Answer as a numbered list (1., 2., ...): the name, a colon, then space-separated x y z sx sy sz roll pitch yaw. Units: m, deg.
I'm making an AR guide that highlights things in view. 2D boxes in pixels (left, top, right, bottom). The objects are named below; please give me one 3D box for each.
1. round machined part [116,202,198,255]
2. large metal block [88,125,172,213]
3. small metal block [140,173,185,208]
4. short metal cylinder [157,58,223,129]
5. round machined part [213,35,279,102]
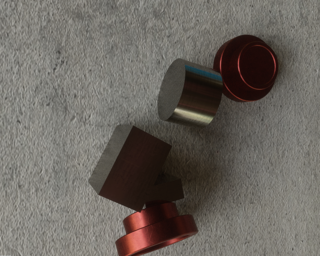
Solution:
1. round machined part: -0.007 0.122 0.376 0.099 0.097 0.042 -11 65 -20
2. large metal block: -0.038 0.044 0.366 0.050 0.080 0.080 29 81 -18
3. small metal block: -0.004 0.079 0.395 0.050 0.050 0.025 -12 94 -20
4. short metal cylinder: 0.036 -0.043 0.394 0.050 0.080 0.080 13 86 -20
5. round machined part: 0.131 -0.087 0.450 0.099 0.042 0.097 0 90 -21
